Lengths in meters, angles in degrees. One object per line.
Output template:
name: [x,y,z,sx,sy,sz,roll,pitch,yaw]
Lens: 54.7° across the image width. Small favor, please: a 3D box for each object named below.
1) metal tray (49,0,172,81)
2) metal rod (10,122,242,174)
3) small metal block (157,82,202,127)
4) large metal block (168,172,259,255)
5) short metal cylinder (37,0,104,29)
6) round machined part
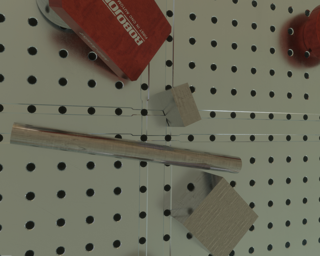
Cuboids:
metal tray: [-0.049,-0.127,0.357,0.090,0.030,0.130,-56,138,-10]
metal rod: [-0.027,0.030,0.402,0.302,0.025,0.025,10,87,-20]
small metal block: [0.024,-0.029,0.408,0.025,0.050,0.050,-24,98,-18]
large metal block: [0.073,0.120,0.426,0.080,0.050,0.080,-46,104,-14]
short metal cylinder: [-0.101,-0.163,0.357,0.081,0.050,0.080,2,82,-19]
round machined part: [0.276,-0.154,0.505,0.099,0.042,0.097,0,90,-20]
